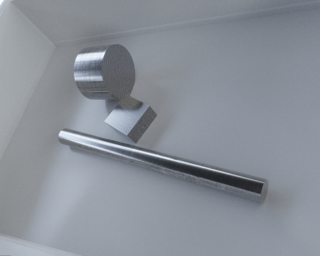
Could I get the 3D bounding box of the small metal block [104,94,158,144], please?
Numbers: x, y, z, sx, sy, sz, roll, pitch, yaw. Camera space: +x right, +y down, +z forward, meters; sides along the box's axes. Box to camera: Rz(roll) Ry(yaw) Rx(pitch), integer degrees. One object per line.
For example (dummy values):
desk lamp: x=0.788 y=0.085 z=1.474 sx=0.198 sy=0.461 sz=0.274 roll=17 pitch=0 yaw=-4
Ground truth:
small metal block: x=-0.041 y=-0.014 z=0.434 sx=0.050 sy=0.025 sz=0.050 roll=29 pitch=77 yaw=37

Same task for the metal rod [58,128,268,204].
metal rod: x=-0.020 y=0.038 z=0.391 sx=0.300 sy=0.025 sz=0.025 roll=12 pitch=68 yaw=32

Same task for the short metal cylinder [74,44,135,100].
short metal cylinder: x=-0.080 y=-0.082 z=0.461 sx=0.050 sy=0.080 sz=0.080 roll=3 pitch=63 yaw=29

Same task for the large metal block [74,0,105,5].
large metal block: x=-0.145 y=-0.311 z=0.656 sx=0.080 sy=0.050 sz=0.080 roll=14 pitch=69 yaw=33
